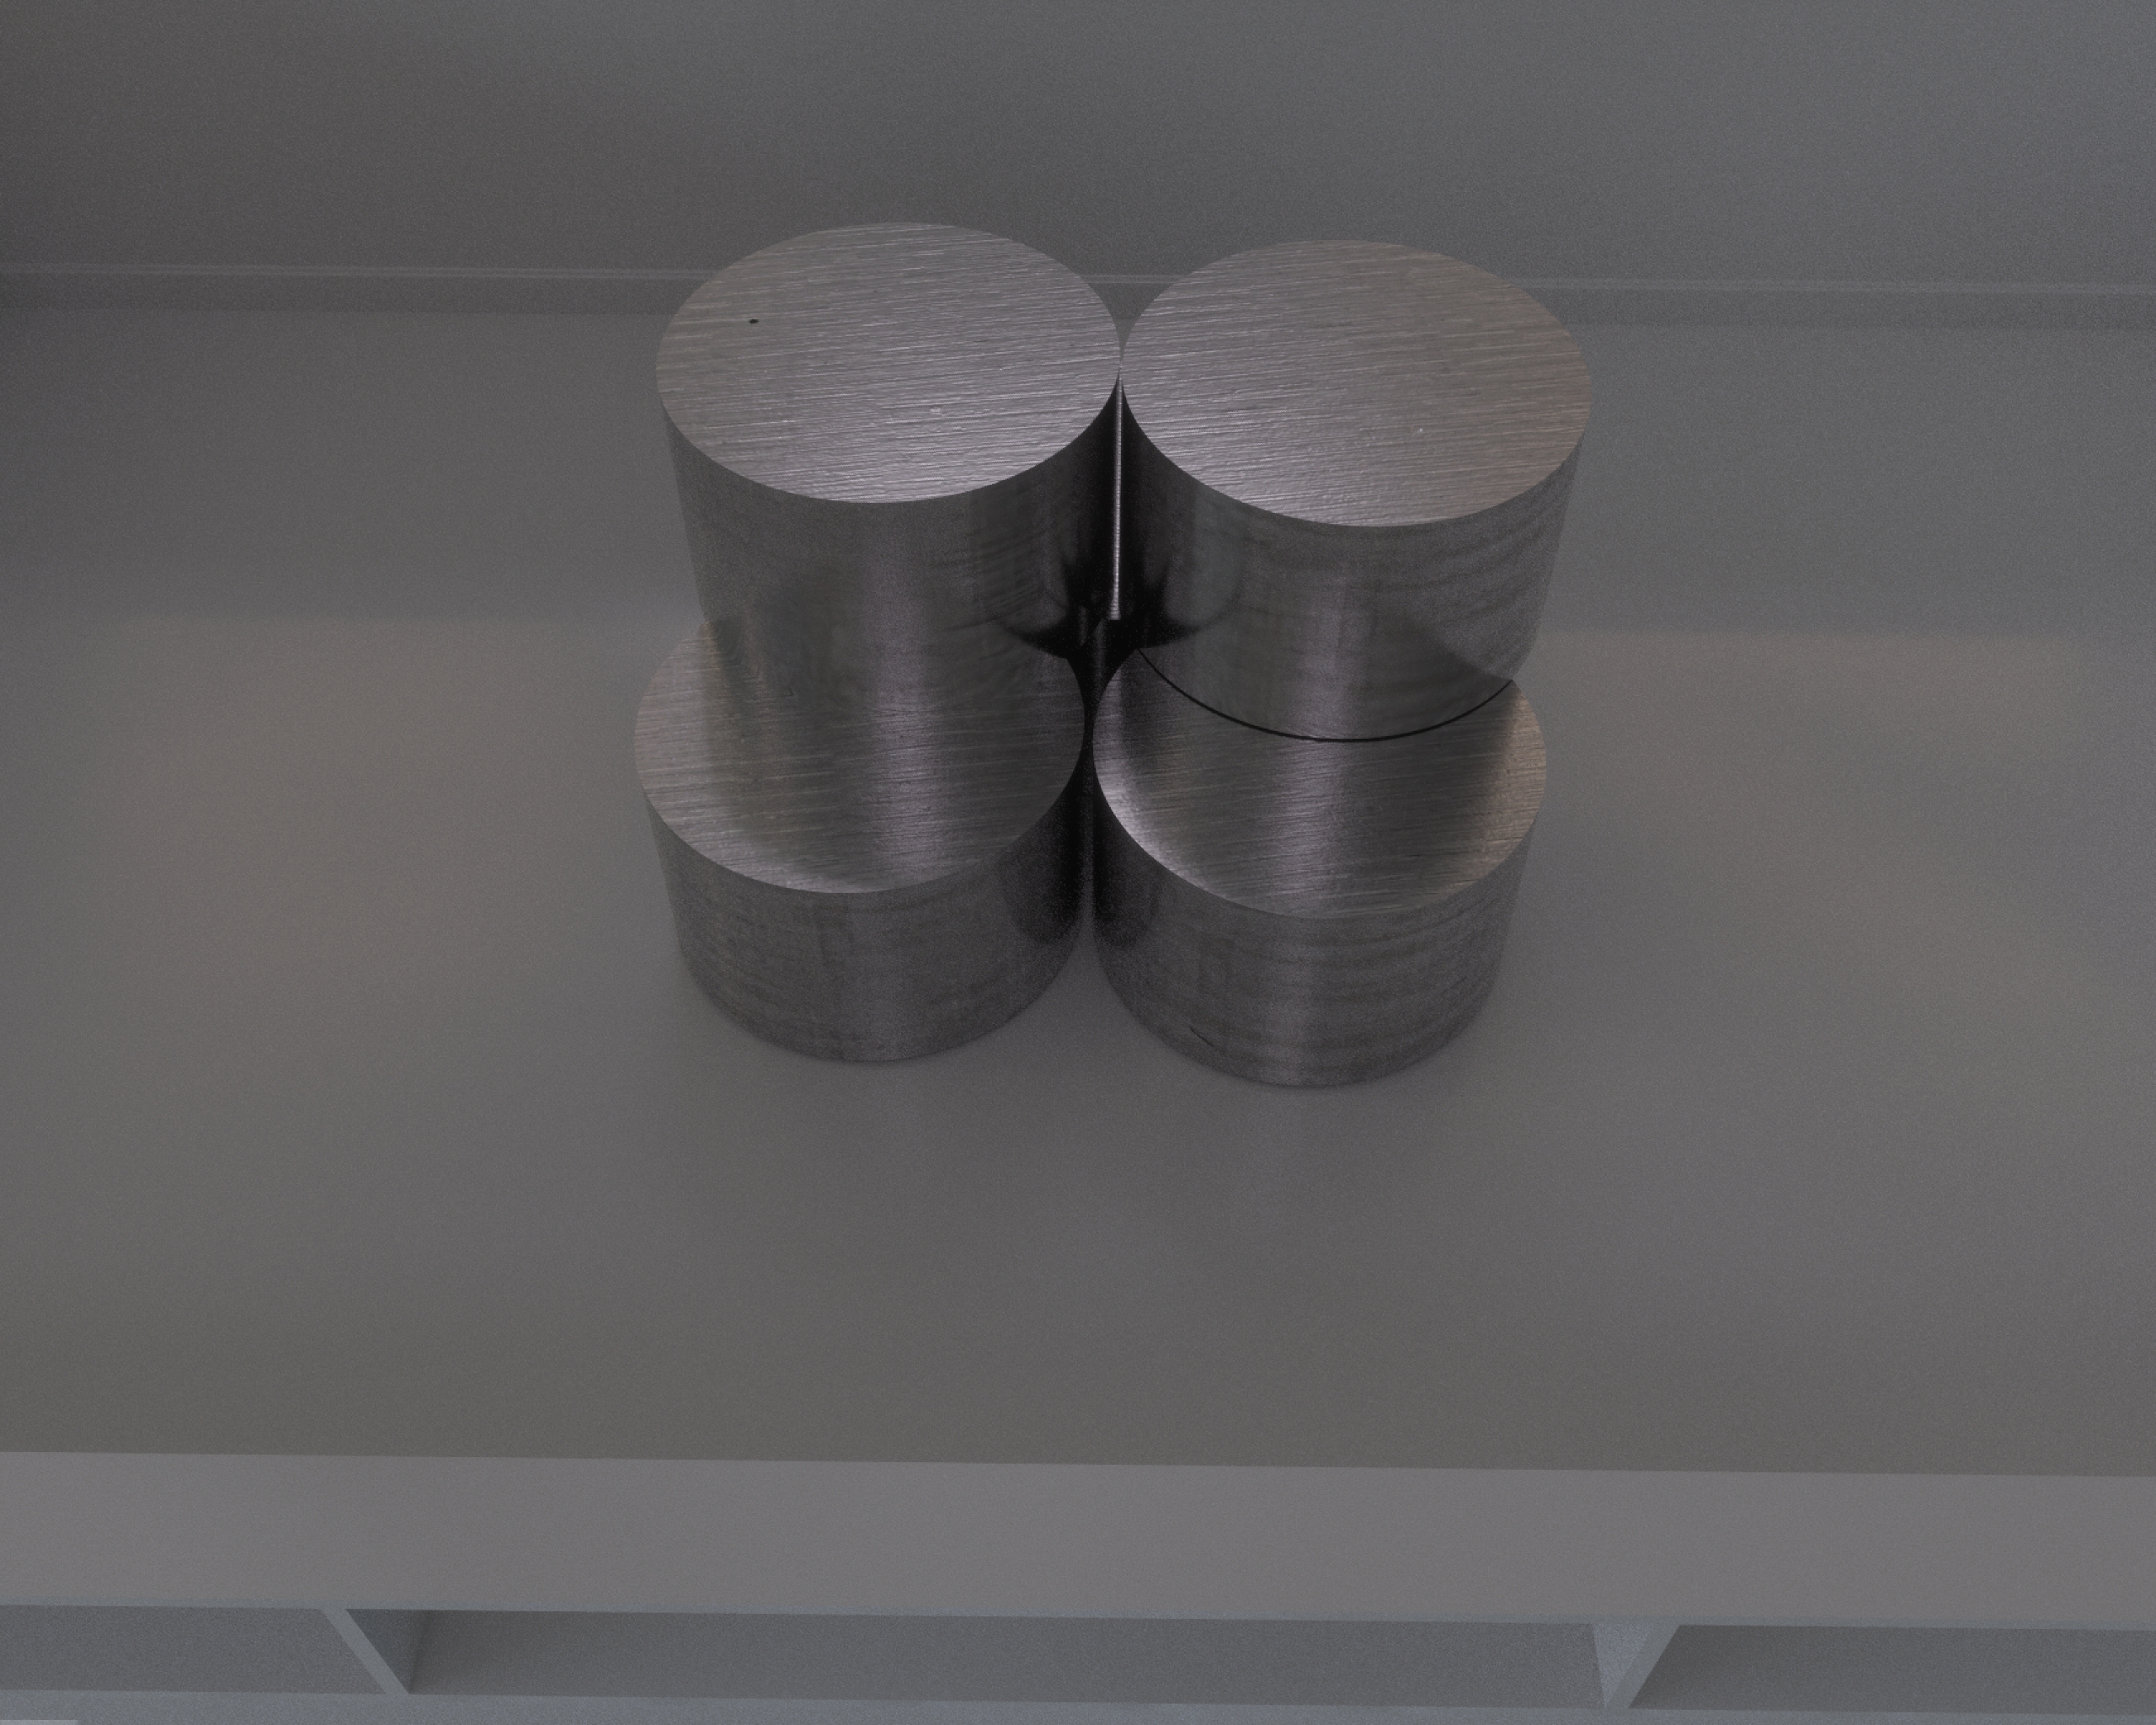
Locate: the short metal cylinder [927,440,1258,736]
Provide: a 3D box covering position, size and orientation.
[{"bbox_3d":[0.006,-0.061,0.438,0.080,0.050,0.080,0,50,0],"label":"short metal cylinder"}]

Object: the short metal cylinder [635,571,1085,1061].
[{"bbox_3d":[-0.039,-0.010,0.394,0.080,0.050,0.080,0,50,0],"label":"short metal cylinder"}]

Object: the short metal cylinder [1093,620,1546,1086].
[{"bbox_3d":[0.043,-0.005,0.391,0.080,0.050,0.080,0,50,0],"label":"short metal cylinder"}]

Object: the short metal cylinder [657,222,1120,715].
[{"bbox_3d":[-0.033,-0.073,0.383,0.080,0.050,0.080,0,50,0],"label":"short metal cylinder"}]

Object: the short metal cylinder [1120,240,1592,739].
[{"bbox_3d":[0.048,-0.068,0.378,0.080,0.050,0.080,0,50,0],"label":"short metal cylinder"}]
